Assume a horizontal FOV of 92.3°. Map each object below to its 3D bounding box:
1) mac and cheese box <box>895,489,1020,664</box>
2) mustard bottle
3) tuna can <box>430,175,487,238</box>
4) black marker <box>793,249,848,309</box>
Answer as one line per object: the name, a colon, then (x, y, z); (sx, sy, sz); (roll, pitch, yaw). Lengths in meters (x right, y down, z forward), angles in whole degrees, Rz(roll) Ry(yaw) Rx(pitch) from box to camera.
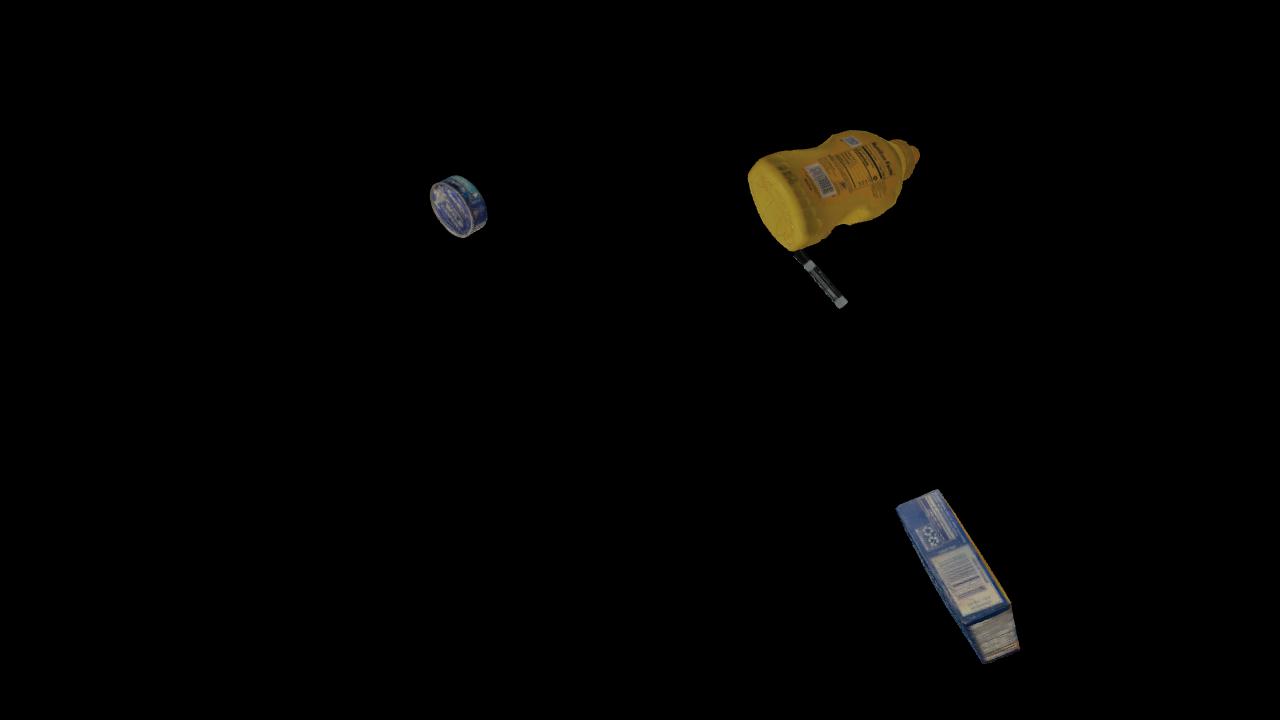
mac and cheese box: (0.264, 0.183, 0.504); (0.041, 0.093, 0.184); (-31, -42, 12)
mustard bottle: (0.198, -0.172, 0.585); (0.184, 0.092, 0.054); (-24, -14, -21)
tuna can: (-0.261, -0.221, 0.888); (0.084, 0.084, 0.034); (0, 34, 43)
black marker: (0.292, -0.134, 0.999); (0.020, 0.121, 0.020); (-41, 1, 1)
